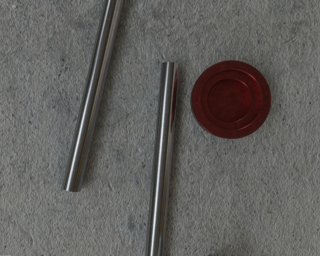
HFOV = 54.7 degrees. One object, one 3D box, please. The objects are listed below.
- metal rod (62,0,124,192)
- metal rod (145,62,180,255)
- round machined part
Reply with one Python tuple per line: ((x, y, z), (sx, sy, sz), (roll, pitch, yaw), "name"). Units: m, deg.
((-0.084, -0.065, 0.408), (0.025, 0.025, 0.298), (13, 90, -1), "metal rod")
((0.001, 0.064, 0.410), (0.025, 0.025, 0.298), (5, 90, -1), "metal rod")
((0.089, -0.035, 0.403), (0.099, 0.042, 0.097), (0, 90, -1), "round machined part")
